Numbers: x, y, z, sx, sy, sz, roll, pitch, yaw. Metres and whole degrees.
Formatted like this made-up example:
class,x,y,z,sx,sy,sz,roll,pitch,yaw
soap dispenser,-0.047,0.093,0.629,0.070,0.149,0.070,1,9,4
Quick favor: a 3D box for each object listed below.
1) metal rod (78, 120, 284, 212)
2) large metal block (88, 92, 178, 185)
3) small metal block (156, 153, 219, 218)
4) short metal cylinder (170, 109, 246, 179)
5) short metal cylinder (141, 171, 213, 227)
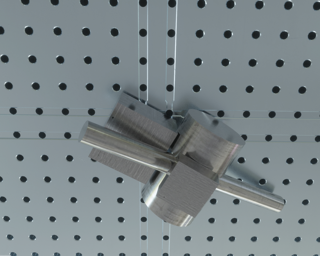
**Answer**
class,x,y,z,sx,sy,sz,roll,pitch,yaw
metal rod,0.045,0.057,0.389,0.302,0.025,0.025,23,109,-25
large metal block,-0.033,0.013,0.398,0.080,0.050,0.080,28,108,-10
small metal block,0.031,0.064,0.349,0.050,0.025,0.050,30,108,-2
short metal cylinder,0.058,0.018,0.388,0.080,0.080,0.050,26,108,-10
short metal cylinder,0.023,0.083,0.411,0.080,0.080,0.050,28,108,-10
